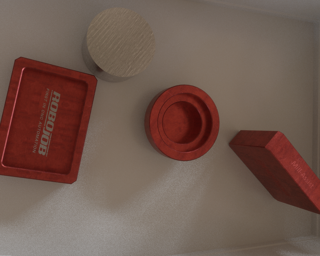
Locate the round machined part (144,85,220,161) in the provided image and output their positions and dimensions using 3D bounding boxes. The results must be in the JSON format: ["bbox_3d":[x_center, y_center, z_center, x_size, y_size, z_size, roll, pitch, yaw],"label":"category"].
[{"bbox_3d":[0.026,-0.007,0.412,0.099,0.042,0.097,0,90,-21],"label":"round machined part"}]

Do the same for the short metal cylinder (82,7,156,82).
[{"bbox_3d":[-0.052,-0.099,0.379,0.081,0.050,0.079,0,90,-21],"label":"short metal cylinder"}]

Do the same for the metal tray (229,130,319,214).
[{"bbox_3d":[0.168,0.059,0.440,0.030,0.090,0.130,-46,105,-14],"label":"metal tray"}]

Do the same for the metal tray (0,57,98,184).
[{"bbox_3d":[-0.131,-0.007,0.359,0.091,0.030,0.129,12,86,-20],"label":"metal tray"}]
